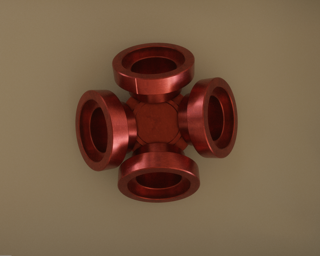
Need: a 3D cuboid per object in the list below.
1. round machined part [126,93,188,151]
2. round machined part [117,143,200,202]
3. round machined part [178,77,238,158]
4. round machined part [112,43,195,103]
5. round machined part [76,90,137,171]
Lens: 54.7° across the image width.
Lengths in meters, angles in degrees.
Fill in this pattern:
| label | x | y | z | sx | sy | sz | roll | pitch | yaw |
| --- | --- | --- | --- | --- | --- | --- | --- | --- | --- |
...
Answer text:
| label | x | y | z | sx | sy | sz | roll | pitch | yaw |
| --- | --- | --- | --- | --- | --- | --- | --- | --- | --- |
| round machined part | -0.003 | -0.006 | 0.401 | 0.099 | 0.042 | 0.097 | 0 | 90 | -1 |
| round machined part | -0.002 | 0.054 | 0.382 | 0.099 | 0.097 | 0.042 | -1 | 54 | -1 |
| round machined part | 0.058 | -0.012 | 0.384 | 0.042 | 0.099 | 0.097 | -3 | 90 | 36 |
| round machined part | -0.007 | -0.066 | 0.382 | 0.099 | 0.098 | 0.042 | -4 | 128 | -1 |
| round machined part | -0.064 | 0.002 | 0.382 | 0.042 | 0.098 | 0.097 | -7 | 90 | -38 |
